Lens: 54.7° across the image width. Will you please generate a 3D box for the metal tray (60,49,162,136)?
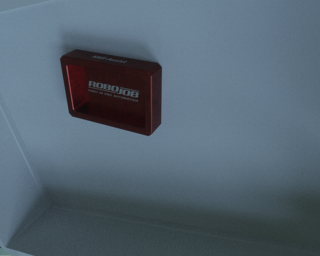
[{"bbox_3d":[-0.063,-0.047,0.407,0.130,0.030,0.089,14,124,20],"label":"metal tray"}]
